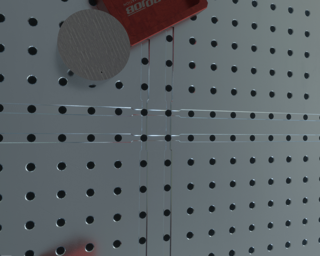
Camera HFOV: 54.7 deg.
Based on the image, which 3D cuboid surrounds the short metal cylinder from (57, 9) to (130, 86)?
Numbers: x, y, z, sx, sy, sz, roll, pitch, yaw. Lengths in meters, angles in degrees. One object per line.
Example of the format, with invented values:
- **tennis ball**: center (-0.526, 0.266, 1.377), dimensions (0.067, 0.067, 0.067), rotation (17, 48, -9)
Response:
- **short metal cylinder**: center (-0.081, -0.093, 0.369), dimensions (0.081, 0.050, 0.079), rotation (0, 90, -20)

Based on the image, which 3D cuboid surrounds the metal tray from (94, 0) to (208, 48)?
- **metal tray**: center (-0.012, -0.170, 0.405), dimensions (0.131, 0.030, 0.090), rotation (-32, 101, -17)
